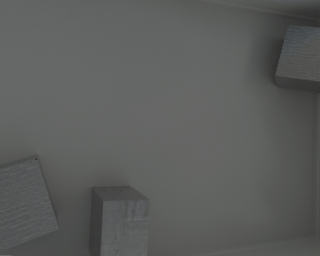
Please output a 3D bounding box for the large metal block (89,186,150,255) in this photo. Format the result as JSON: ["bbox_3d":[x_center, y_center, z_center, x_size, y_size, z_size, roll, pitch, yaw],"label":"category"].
[{"bbox_3d":[-0.051,0.116,0.364,0.050,0.080,0.079,3,89,-20],"label":"large metal block"}]

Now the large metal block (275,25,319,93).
[{"bbox_3d":[0.223,-0.101,0.460,0.080,0.050,0.080,14,84,24],"label":"large metal block"}]

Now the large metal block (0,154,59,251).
[{"bbox_3d":[-0.163,0.081,0.337,0.081,0.050,0.080,-17,96,-20],"label":"large metal block"}]
